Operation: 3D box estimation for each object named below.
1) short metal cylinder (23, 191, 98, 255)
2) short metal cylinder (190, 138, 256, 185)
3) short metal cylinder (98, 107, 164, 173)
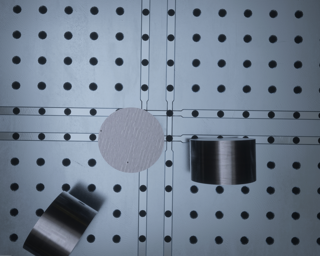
[{"bbox_3d":[-0.121,0.126,0.385,0.050,0.080,0.080,33,90,0],"label":"short metal cylinder"},{"bbox_3d":[0.078,0.039,0.386,0.081,0.080,0.050,-1,90,0],"label":"short metal cylinder"},{"bbox_3d":[-0.035,0.015,0.400,0.081,0.050,0.079,0,90,0],"label":"short metal cylinder"}]
